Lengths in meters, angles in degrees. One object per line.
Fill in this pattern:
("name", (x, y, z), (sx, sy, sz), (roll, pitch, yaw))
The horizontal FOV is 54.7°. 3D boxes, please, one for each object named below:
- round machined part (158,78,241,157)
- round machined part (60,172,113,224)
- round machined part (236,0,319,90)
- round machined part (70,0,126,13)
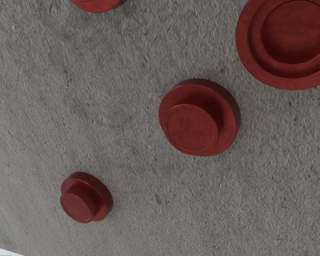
("round machined part", (0.042, -0.006, 0.370), (0.098, 0.042, 0.097), (13, 124, 21))
("round machined part", (-0.136, 0.129, 0.548), (0.098, 0.042, 0.097), (13, 124, 21))
("round machined part", (0.122, -0.087, 0.278), (0.098, 0.042, 0.097), (13, 124, 21))
("round machined part", (-0.077, -0.173, 0.329), (0.098, 0.042, 0.097), (13, 124, 21))
